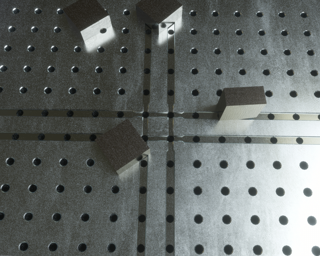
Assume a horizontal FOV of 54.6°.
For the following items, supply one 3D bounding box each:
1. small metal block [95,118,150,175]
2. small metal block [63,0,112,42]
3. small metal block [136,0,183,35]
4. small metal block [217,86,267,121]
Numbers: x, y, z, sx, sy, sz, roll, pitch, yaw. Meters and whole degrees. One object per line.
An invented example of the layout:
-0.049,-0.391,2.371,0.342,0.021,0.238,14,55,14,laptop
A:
-0.048,0.024,0.403,0.050,0.025,0.050,-34,74,-12,small metal block
-0.110,-0.168,0.473,0.050,0.025,0.050,-35,74,-12,small metal block
-0.001,-0.181,0.478,0.050,0.025,0.050,-42,76,-14,small metal block
0.107,-0.032,0.411,0.050,0.050,0.025,-3,70,-1,small metal block
